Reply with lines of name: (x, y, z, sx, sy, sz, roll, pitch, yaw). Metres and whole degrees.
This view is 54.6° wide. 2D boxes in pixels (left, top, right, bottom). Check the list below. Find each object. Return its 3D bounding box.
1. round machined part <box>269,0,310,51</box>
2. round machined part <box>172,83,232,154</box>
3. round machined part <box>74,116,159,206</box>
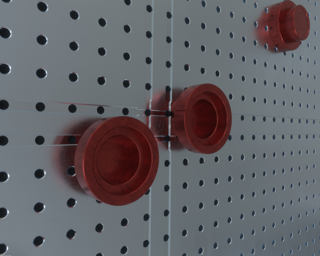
round machined part: (0.261, -0.204, 0.615, 0.099, 0.042, 0.097, 0, 90, -40)
round machined part: (0.055, -0.013, 0.443, 0.099, 0.042, 0.097, 0, 90, -40)
round machined part: (-0.052, 0.036, 0.354, 0.099, 0.042, 0.097, 0, 90, -40)
